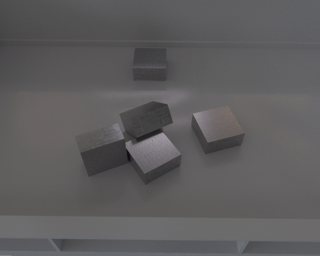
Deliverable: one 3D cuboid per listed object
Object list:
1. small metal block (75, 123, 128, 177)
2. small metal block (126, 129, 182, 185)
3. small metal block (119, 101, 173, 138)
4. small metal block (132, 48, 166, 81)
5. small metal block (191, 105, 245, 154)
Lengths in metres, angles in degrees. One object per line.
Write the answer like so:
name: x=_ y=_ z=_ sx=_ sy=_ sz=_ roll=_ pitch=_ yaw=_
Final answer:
small metal block: x=-0.067 y=0.026 z=0.366 sx=0.050 sy=0.050 sz=0.025 roll=-18 pitch=53 yaw=-14
small metal block: x=-0.010 y=0.033 z=0.377 sx=0.050 sy=0.025 sz=0.050 roll=-26 pitch=55 yaw=-21
small metal block: x=-0.019 y=-0.013 z=0.399 sx=0.050 sy=0.025 sz=0.050 roll=-23 pitch=17 yaw=-18
small metal block: x=-0.015 y=-0.101 z=0.490 sx=0.050 sy=0.025 sz=0.050 roll=1 pitch=50 yaw=1
small metal block: x=0.074 y=0.002 z=0.404 sx=0.050 sy=0.025 sz=0.050 roll=-13 pitch=51 yaw=-11
